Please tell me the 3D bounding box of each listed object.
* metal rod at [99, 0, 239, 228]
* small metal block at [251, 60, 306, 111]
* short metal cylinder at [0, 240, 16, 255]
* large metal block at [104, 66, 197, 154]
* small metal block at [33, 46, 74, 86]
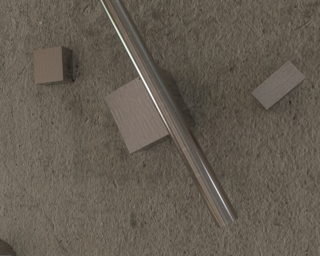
[{"bbox_3d":[0.004,-0.031,0.353,0.025,0.025,0.299,-30,81,17],"label":"metal rod"},{"bbox_3d":[0.132,-0.045,0.349,0.050,0.050,0.025,-42,77,15],"label":"small metal block"},{"bbox_3d":[-0.275,0.225,0.490,0.080,0.050,0.079,0,90,19],"label":"short metal cylinder"},{"bbox_3d":[-0.011,-0.022,0.399,0.080,0.050,0.080,-28,81,17],"label":"large metal block"},{"bbox_3d":[-0.159,-0.092,0.464,0.050,0.025,0.050,-4,89,19],"label":"small metal block"}]
